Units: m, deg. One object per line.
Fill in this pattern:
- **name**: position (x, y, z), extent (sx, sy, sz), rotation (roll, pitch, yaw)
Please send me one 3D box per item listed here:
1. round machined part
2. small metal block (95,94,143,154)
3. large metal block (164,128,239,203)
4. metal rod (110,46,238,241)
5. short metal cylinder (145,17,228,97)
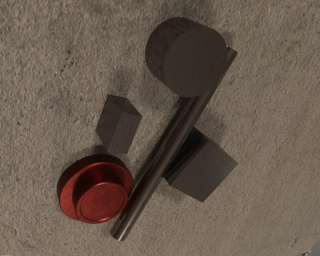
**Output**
- **round machined part**: position (-0.081, 0.086, 0.406), extent (0.099, 0.042, 0.097), rotation (-14, 124, -21)
- **small metal block**: position (-0.050, -0.005, 0.362), extent (0.025, 0.050, 0.050), rotation (10, 113, -33)
- **large metal block**: position (0.054, 0.053, 0.455), extent (0.080, 0.050, 0.080), rotation (-50, 129, 6)
- **metal rod**: position (0.014, 0.026, 0.419), extent (0.025, 0.025, 0.299), rotation (23, 102, -37)
- **short metal cylinder**: position (0.030, -0.082, 0.358), extent (0.081, 0.050, 0.079), rotation (-14, 125, -21)
